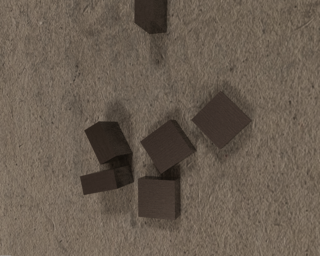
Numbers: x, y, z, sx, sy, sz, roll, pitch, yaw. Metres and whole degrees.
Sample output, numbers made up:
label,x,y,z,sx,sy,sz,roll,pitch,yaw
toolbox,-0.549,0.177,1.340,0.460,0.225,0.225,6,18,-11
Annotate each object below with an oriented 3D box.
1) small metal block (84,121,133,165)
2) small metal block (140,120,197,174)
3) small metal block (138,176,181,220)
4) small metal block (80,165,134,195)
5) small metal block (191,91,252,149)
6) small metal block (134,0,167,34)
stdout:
label,x,y,z,sx,sy,sz,roll,pitch,yaw
small metal block,-0.068,0.019,0.419,0.025,0.050,0.050,-30,81,17
small metal block,0.011,0.024,0.404,0.050,0.025,0.050,-37,79,16
small metal block,-0.001,0.091,0.408,0.050,0.025,0.050,-1,90,19
small metal block,-0.071,0.070,0.419,0.050,0.050,0.025,-14,86,19
small metal block,0.076,-0.009,0.382,0.050,0.025,0.050,-46,76,14
small metal block,-0.011,-0.154,0.399,0.025,0.050,0.050,1,90,20
